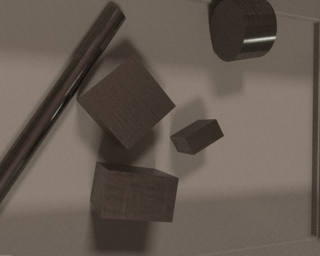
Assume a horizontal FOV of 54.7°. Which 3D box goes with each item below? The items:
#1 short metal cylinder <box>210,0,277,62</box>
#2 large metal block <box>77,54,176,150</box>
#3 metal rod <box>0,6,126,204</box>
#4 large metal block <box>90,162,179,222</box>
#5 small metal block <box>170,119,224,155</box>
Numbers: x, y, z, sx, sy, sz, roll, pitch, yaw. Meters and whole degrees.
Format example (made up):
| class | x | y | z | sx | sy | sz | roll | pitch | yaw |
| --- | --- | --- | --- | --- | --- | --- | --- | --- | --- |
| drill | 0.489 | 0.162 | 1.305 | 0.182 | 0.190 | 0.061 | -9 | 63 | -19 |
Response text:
| class | x | y | z | sx | sy | sz | roll | pitch | yaw |
| --- | --- | --- | --- | --- | --- | --- | --- | --- | --- |
| short metal cylinder | 0.112 | -0.134 | 0.424 | 0.050 | 0.080 | 0.079 | -12 | 95 | -20 |
| large metal block | -0.042 | -0.031 | 0.382 | 0.080 | 0.050 | 0.080 | -43 | 104 | -15 |
| metal rod | -0.130 | -0.018 | 0.362 | 0.025 | 0.025 | 0.300 | 34 | 79 | -17 |
| large metal block | -0.034 | 0.074 | 0.370 | 0.081 | 0.080 | 0.050 | 10 | 87 | -20 |
| small metal block | 0.049 | 0.011 | 0.417 | 0.050 | 0.050 | 0.025 | -30 | 100 | -18 |
